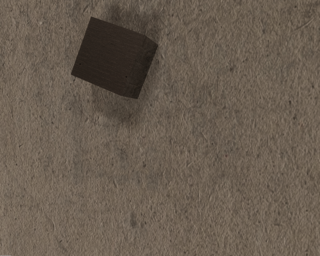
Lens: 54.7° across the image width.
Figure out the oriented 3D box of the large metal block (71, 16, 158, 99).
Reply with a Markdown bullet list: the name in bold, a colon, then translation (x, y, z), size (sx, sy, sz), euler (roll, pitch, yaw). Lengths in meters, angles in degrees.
- **large metal block**: translation (-0.060, -0.092, 0.416), size (0.080, 0.050, 0.080), euler (24, 98, 18)
